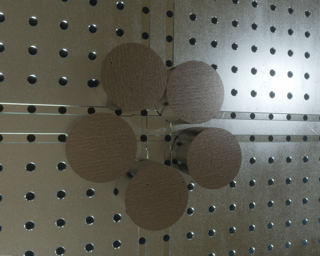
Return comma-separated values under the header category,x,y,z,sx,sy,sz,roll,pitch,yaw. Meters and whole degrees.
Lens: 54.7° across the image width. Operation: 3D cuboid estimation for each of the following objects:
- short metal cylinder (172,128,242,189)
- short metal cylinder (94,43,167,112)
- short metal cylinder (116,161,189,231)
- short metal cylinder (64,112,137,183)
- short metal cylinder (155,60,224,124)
category,x,y,z,sx,sy,sz,roll,pitch,yaw
short metal cylinder,0.062,0.039,0.421,0.081,0.050,0.079,-1,92,-20
short metal cylinder,-0.038,-0.060,0.385,0.081,0.050,0.079,0,90,-20
short metal cylinder,-0.011,0.083,0.394,0.081,0.050,0.080,0,90,-19
short metal cylinder,-0.073,0.022,0.372,0.081,0.050,0.079,0,91,-20
short metal cylinder,0.037,-0.045,0.412,0.081,0.050,0.079,0,90,-20
